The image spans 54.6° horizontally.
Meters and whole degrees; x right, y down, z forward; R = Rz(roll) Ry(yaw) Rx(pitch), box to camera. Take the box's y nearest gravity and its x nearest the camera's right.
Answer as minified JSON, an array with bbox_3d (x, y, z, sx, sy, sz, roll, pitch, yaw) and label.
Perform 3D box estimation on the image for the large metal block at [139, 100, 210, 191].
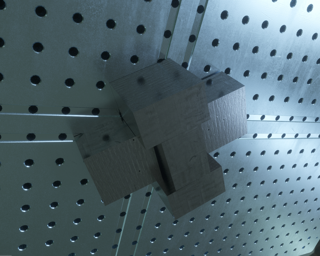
[{"bbox_3d":[0.016,0.017,0.394,0.050,0.080,0.080,-26,128,-12],"label":"large metal block"}]

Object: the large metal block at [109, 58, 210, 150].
[{"bbox_3d":[-0.002,-0.031,0.354,0.080,0.080,0.050,-25,127,-13],"label":"large metal block"}]

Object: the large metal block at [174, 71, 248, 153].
[{"bbox_3d":[0.068,-0.018,0.419,0.080,0.050,0.080,-26,130,-12],"label":"large metal block"}]

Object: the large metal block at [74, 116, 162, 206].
[{"bbox_3d":[-0.051,0.038,0.391,0.080,0.050,0.080,-24,127,-14],"label":"large metal block"}]

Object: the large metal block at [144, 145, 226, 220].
[{"bbox_3d":[0.032,0.066,0.433,0.080,0.080,0.050,-26,128,-13],"label":"large metal block"}]
